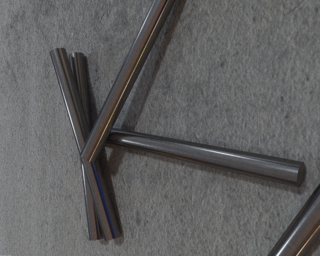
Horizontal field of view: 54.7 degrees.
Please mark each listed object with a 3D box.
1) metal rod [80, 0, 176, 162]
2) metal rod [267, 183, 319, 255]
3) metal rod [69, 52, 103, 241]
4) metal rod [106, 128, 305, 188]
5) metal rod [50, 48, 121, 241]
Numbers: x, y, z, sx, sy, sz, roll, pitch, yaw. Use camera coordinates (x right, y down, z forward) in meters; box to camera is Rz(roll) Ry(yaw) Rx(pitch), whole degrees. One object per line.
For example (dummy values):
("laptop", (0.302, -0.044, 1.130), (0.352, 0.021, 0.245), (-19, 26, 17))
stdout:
("metal rod", (-0.035, -0.085, 0.412), (0.025, 0.025, 0.298), (38, 107, 33))
("metal rod", (0.119, 0.132, 0.305), (0.025, 0.025, 0.298), (38, 113, 33))
("metal rod", (-0.118, 0.025, 0.499), (0.025, 0.025, 0.298), (-14, 81, 39))
("metal rod", (0.018, 0.026, 0.387), (0.300, 0.025, 0.025), (9, 96, 39))
("metal rod", (-0.115, 0.021, 0.474), (0.025, 0.025, 0.299), (-22, 84, 38))
